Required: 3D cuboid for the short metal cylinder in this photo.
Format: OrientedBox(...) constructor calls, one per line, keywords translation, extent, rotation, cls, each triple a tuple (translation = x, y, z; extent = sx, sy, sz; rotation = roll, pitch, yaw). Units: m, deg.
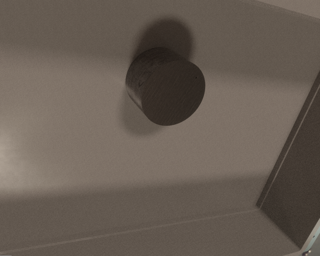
OrientedBox(translation=(0.006, -0.049, 0.367), extent=(0.081, 0.050, 0.079), rotation=(-14, 125, -21), cls="short metal cylinder")
